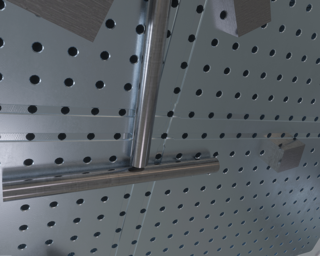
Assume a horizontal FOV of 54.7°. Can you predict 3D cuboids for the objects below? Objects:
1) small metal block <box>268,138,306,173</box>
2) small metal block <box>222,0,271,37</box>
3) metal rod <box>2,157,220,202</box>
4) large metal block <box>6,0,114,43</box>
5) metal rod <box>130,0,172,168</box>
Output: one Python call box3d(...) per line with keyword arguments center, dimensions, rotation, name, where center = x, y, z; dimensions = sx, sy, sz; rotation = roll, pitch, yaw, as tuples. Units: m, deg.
box3d(center=(0.233, 0.050, 0.569), dimensions=(0.050, 0.025, 0.050), rotation=(-12, 124, -22), name="small metal block")
box3d(center=(0.106, -0.147, 0.378), dimensions=(0.050, 0.025, 0.050), rotation=(-28, 128, -11), name="small metal block")
box3d(center=(-0.047, 0.066, 0.426), dimensions=(0.303, 0.025, 0.025), rotation=(-3, 120, -27), name="metal rod")
box3d(center=(-0.082, -0.134, 0.267), dimensions=(0.080, 0.050, 0.080), rotation=(20, 108, -36), name="large metal block")
box3d(center=(-0.008, -0.083, 0.355), dimensions=(0.025, 0.025, 0.298), rotation=(-6, 121, -26), name="metal rod")
